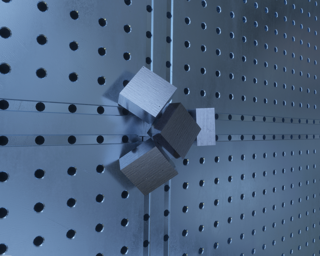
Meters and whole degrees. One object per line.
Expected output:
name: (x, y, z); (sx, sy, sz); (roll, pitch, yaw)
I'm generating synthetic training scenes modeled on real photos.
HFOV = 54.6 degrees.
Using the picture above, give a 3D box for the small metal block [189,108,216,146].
small metal block: (0.058, -0.002, 0.437); (0.025, 0.050, 0.050); (-2, 92, -7)

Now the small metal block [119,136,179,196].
small metal block: (-0.014, 0.047, 0.380); (0.050, 0.025, 0.050); (-35, 117, 6)

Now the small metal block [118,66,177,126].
small metal block: (-0.015, -0.039, 0.379); (0.050, 0.025, 0.050); (34, 64, 4)

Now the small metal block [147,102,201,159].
small metal block: (0.019, 0.004, 0.391); (0.050, 0.025, 0.050); (49, 61, -29)

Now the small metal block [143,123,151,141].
small metal block: (0.006, 0.004, 0.413); (0.050, 0.025, 0.050); (2, 92, -40)
